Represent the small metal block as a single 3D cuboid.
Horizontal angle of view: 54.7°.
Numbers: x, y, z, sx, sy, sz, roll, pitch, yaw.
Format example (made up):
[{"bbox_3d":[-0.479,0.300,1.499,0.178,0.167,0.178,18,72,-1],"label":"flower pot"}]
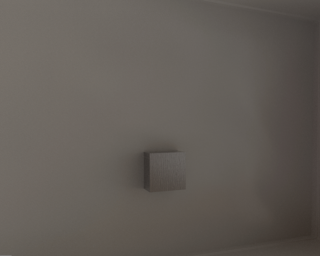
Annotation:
[{"bbox_3d":[0.006,0.057,0.414,0.050,0.025,0.050,0,90,-21],"label":"small metal block"}]
